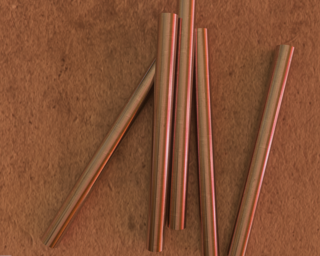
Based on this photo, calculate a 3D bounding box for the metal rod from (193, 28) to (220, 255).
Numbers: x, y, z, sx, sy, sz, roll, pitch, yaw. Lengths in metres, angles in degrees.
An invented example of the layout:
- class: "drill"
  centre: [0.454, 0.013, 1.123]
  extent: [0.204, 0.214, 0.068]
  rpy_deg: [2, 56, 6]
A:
- class: "metal rod"
  centre: [0.059, 0.020, 0.410]
  extent: [0.025, 0.025, 0.298]
  rpy_deg: [-3, 90, -1]

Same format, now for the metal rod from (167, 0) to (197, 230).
- class: "metal rod"
  centre: [0.028, -0.019, 0.400]
  extent: [0.025, 0.025, 0.298]
  rpy_deg: [2, 94, -1]

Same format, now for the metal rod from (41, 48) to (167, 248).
- class: "metal rod"
  centre: [-0.066, 0.023, 0.409]
  extent: [0.025, 0.025, 0.299]
  rpy_deg: [32, 90, -1]

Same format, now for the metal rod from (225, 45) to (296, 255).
- class: "metal rod"
  centre: [0.132, 0.038, 0.411]
  extent: [0.025, 0.025, 0.298]
  rpy_deg: [14, 90, -1]

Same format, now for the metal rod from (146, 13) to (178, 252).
- class: "metal rod"
  centre: [0.002, 0.010, 0.394]
  extent: [0.025, 0.025, 0.298]
  rpy_deg: [3, 96, -1]
